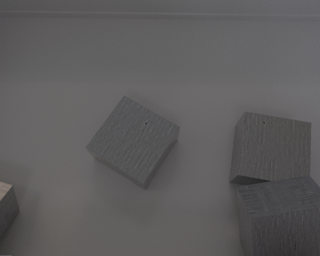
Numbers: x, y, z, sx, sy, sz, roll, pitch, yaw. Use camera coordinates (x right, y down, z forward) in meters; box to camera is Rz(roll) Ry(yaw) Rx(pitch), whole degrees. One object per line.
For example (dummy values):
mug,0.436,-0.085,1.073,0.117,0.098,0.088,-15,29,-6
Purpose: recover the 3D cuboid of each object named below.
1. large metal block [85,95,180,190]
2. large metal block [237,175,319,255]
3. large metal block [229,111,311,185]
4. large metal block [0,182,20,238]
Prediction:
large metal block,-0.031,0.019,0.389,0.080,0.050,0.080,30,73,10
large metal block,0.131,0.104,0.334,0.080,0.079,0.050,-9,26,0
large metal block,0.136,0.032,0.385,0.080,0.050,0.080,10,70,3
large metal block,-0.219,0.098,0.341,0.080,0.050,0.080,15,41,5
